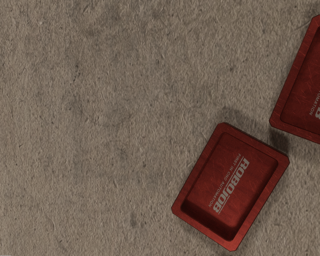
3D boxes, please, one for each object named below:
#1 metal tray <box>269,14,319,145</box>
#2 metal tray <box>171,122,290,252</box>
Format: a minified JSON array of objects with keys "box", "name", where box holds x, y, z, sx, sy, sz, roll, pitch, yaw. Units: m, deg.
[{"box":[0.187,-0.047,0.340,0.090,0.030,0.129,23,97,18],"name":"metal tray"},{"box":[0.083,0.069,0.376,0.090,0.030,0.129,30,100,17],"name":"metal tray"}]
